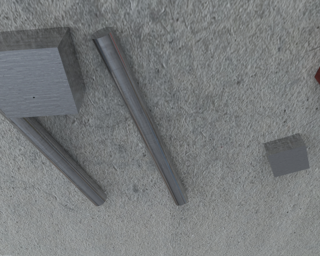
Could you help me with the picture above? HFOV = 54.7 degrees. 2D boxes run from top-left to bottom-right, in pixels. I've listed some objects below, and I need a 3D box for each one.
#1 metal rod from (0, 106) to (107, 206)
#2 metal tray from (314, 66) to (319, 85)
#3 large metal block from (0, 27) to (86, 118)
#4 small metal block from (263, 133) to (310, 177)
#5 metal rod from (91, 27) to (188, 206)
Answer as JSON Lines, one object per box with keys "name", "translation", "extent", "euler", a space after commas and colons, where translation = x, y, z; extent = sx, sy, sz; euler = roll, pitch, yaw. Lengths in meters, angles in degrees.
{"name": "metal rod", "translation": [-0.161, 0.014, 0.416], "extent": [0.025, 0.025, 0.299], "euler": [-20, 128, 16]}
{"name": "metal tray", "translation": [0.256, -0.077, 0.343], "extent": [0.131, 0.030, 0.089], "euler": [5, 130, -5]}
{"name": "large metal block", "translation": [-0.134, -0.059, 0.338], "extent": [0.080, 0.050, 0.079], "euler": [-4, 130, 2]}
{"name": "small metal block", "translation": [0.182, 0.040, 0.444], "extent": [0.050, 0.025, 0.050], "euler": [-18, 128, 14]}
{"name": "metal rod", "translation": [-0.013, 0.009, 0.414], "extent": [0.025, 0.025, 0.299], "euler": [-15, 129, 11]}
